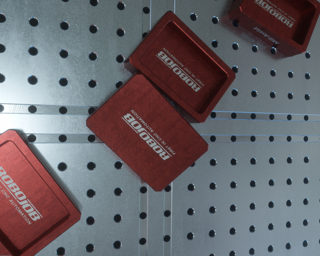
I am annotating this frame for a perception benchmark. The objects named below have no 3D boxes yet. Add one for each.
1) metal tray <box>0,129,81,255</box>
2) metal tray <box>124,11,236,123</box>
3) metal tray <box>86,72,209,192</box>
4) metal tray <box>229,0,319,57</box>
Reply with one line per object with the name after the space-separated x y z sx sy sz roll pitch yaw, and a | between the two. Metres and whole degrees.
-0.164 0.077 0.349 0.090 0.030 0.130 -37 102 -16 | metal tray
0.029 -0.078 0.420 0.130 0.030 0.090 40 77 -16 | metal tray
-0.014 0.006 0.389 0.090 0.030 0.130 -42 104 6 | metal tray
0.179 -0.180 0.474 0.131 0.030 0.090 26 81 -18 | metal tray
